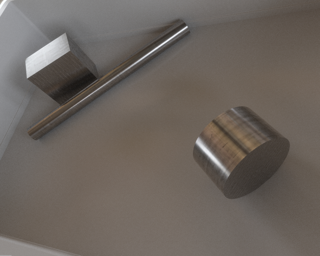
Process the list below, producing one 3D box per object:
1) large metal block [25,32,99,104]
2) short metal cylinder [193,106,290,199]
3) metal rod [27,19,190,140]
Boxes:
[{"bbox_3d":[-0.158,-0.094,0.509,0.080,0.080,0.050,-30,52,8],"label":"large metal block"},{"bbox_3d":[0.081,0.025,0.312,0.080,0.080,0.050,-40,51,1],"label":"short metal cylinder"},{"bbox_3d":[-0.084,-0.074,0.493,0.300,0.025,0.025,-34,52,5],"label":"metal rod"}]
